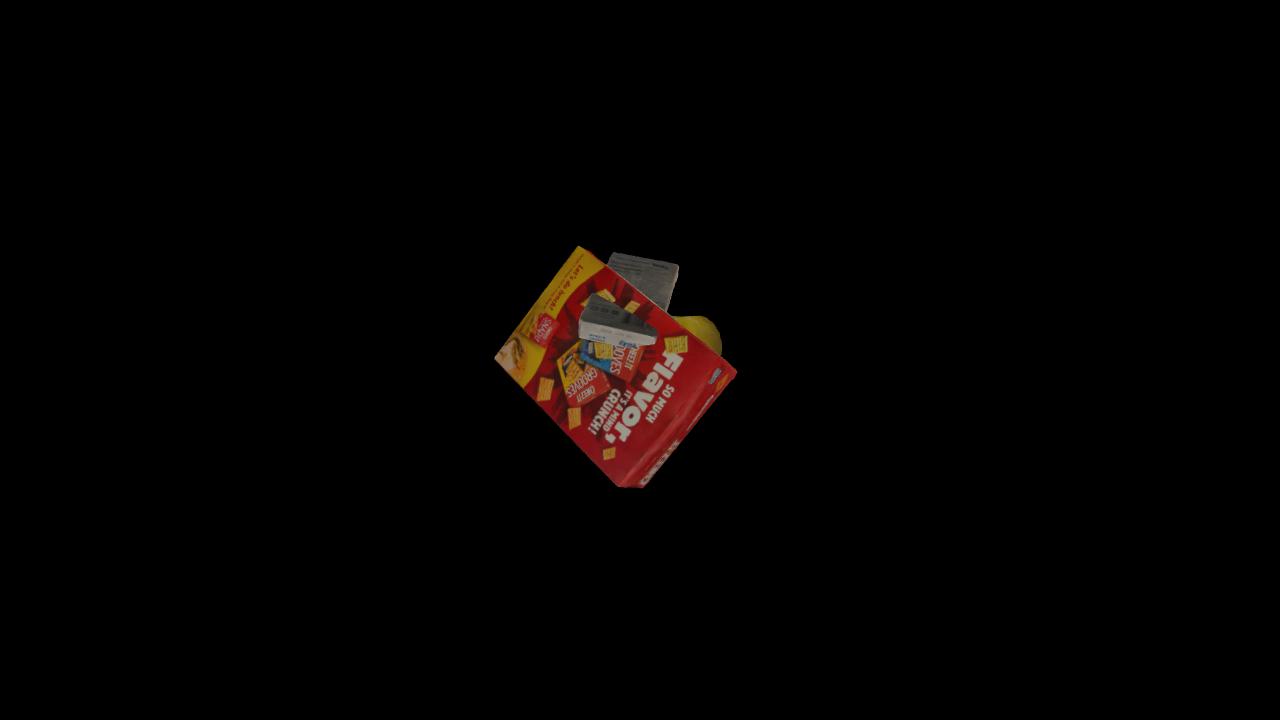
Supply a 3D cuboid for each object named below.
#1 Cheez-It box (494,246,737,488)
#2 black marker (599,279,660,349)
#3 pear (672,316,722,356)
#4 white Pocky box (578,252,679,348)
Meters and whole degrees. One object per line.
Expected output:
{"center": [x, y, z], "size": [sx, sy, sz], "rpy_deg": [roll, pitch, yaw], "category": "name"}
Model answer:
{"center": [-0.032, 0.005, 0.670], "size": [0.223, 0.166, 0.071], "rpy_deg": [40, 6, 27], "category": "Cheez-It box"}
{"center": [-0.021, 0.026, 0.714], "size": [0.121, 0.020, 0.020], "rpy_deg": [-32, -19, 33], "category": "black marker"}
{"center": [0.048, 0.008, 0.659], "size": [0.080, 0.111, 0.080], "rpy_deg": [0, 1, 0], "category": "pear"}
{"center": [-0.009, -0.068, 0.682], "size": [0.084, 0.028, 0.154], "rpy_deg": [12, 38, 5], "category": "white Pocky box"}
